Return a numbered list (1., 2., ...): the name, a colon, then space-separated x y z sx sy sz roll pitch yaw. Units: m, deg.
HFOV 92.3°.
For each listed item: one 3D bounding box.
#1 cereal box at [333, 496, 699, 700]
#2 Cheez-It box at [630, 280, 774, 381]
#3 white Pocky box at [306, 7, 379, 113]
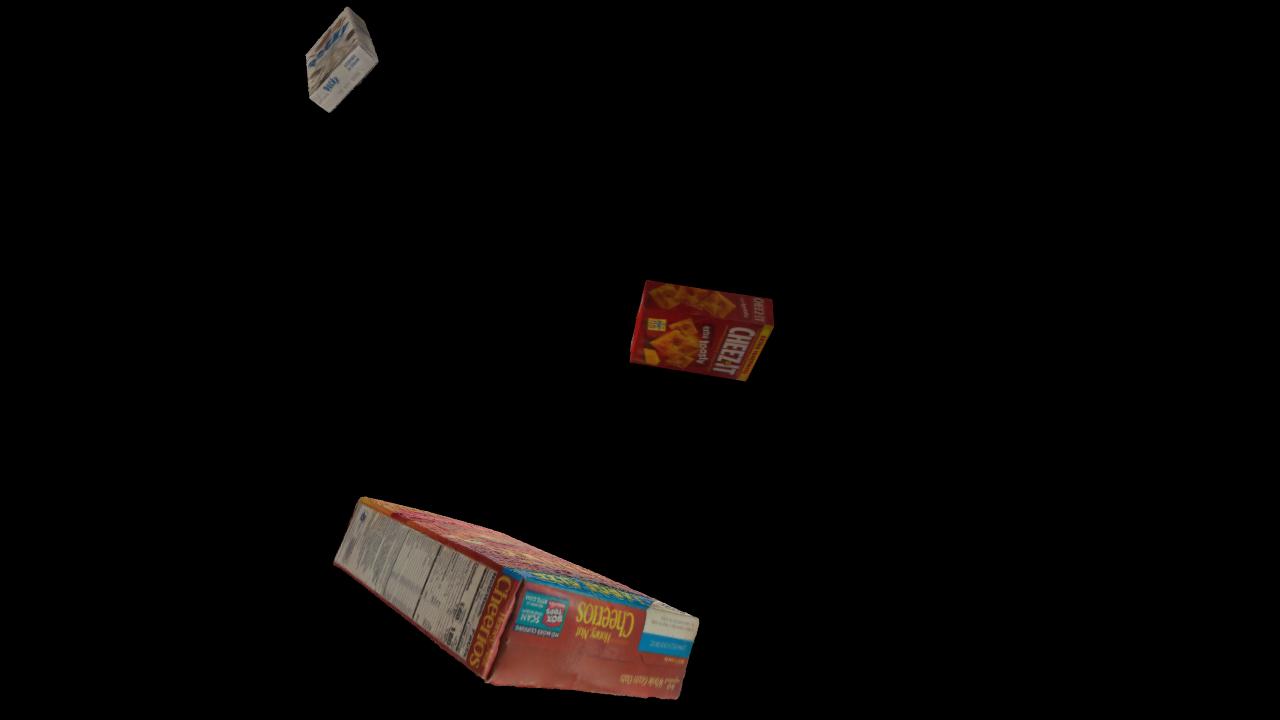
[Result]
1. cereal box: -0.124 0.211 0.567 0.306 0.081 0.203 1 -23 46
2. Cheez-It box: 0.103 -0.047 1.077 0.223 0.071 0.166 9 -36 -5
3. white Pocky box: -0.347 -0.349 0.711 0.084 0.154 0.028 -41 -42 11
